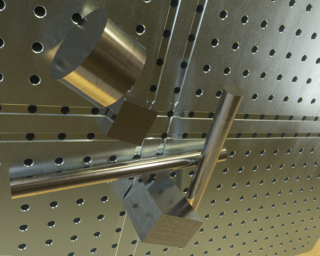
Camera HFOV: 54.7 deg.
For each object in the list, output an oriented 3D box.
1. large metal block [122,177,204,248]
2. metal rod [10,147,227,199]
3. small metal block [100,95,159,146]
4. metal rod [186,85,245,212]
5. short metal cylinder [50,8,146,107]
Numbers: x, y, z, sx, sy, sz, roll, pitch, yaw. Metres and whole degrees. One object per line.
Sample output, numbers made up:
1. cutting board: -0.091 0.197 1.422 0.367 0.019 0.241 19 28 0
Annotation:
1. large metal block: 0.002 0.123 0.453 0.080 0.080 0.050 24 106 -37
2. metal rod: -0.037 0.055 0.424 0.303 0.025 0.025 -6 121 -25
3. small metal block: -0.038 -0.010 0.384 0.050 0.025 0.050 18 109 -36
4. metal rod: 0.062 0.071 0.458 0.025 0.025 0.298 -7 131 -25
5. short metal cylinder: -0.060 -0.067 0.301 0.080 0.080 0.050 -49 129 6
